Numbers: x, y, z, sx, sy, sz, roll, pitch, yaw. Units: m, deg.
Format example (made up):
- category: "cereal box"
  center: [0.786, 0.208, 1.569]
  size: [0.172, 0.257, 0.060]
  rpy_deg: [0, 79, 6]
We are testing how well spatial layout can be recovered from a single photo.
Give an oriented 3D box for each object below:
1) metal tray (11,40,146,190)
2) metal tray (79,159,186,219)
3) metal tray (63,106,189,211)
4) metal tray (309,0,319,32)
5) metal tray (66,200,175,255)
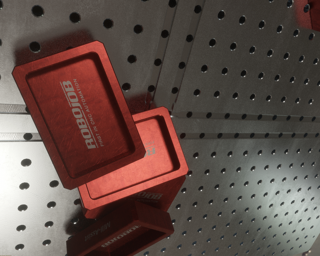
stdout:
- category: "metal tray"
  center: [-0.080, -0.014, 0.321]
  size: [0.091, 0.030, 0.129]
  rpy_deg: [-23, 101, -15]
- category: "metal tray"
  center: [-0.037, 0.088, 0.444]
  size: [0.131, 0.030, 0.089]
  rpy_deg: [15, 111, -35]
- category: "metal tray"
  center: [-0.040, 0.034, 0.374]
  size: [0.131, 0.030, 0.090]
  rpy_deg: [-17, 85, -19]
- category: "metal tray"
  center: [0.269, -0.204, 0.431]
  size: [0.130, 0.030, 0.090]
  rpy_deg: [-37, 130, -4]
- category: "metal tray"
  center: [-0.057, 0.156, 0.443]
  size: [0.130, 0.030, 0.090]
  rpy_deg: [-35, 138, 18]
